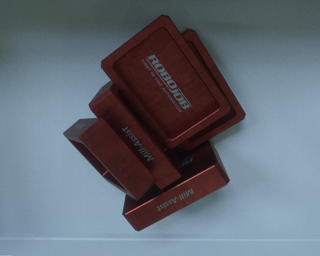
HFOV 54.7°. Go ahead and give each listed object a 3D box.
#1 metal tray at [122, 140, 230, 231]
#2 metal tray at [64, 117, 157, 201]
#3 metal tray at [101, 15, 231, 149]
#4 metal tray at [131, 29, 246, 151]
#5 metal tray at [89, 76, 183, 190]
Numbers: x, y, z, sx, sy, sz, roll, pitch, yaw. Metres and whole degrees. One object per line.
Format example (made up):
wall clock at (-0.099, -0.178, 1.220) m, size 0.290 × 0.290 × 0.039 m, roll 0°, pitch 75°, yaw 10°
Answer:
metal tray at (0.017, 0.068, 0.400) m, size 0.130 × 0.090 × 0.030 m, roll -31°, pitch 108°, yaw 10°
metal tray at (-0.065, 0.032, 0.366) m, size 0.030 × 0.130 × 0.090 m, roll -44°, pitch 107°, yaw -17°
metal tray at (0.008, -0.050, 0.356) m, size 0.090 × 0.030 × 0.130 m, roll -35°, pitch 106°, yaw 12°
metal tray at (0.036, -0.046, 0.392) m, size 0.090 × 0.030 × 0.130 m, roll -32°, pitch 106°, yaw 12°
metal tray at (-0.024, 0.002, 0.374) m, size 0.030 × 0.090 × 0.130 m, roll -35°, pitch 107°, yaw 12°
